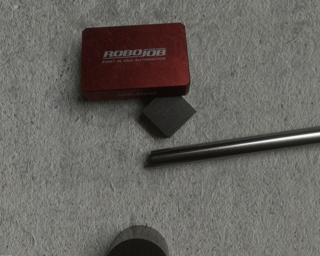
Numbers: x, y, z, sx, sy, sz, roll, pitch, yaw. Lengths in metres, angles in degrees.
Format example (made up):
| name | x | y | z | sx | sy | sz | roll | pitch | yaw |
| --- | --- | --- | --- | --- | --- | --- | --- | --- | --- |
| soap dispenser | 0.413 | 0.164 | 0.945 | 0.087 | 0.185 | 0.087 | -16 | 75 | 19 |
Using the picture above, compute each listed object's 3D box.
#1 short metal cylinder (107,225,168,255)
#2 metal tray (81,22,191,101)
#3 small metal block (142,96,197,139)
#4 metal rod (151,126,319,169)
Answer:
| name | x | y | z | sx | sy | sz | roll | pitch | yaw |
| --- | --- | --- | --- | --- | --- | --- | --- | --- | --- |
| short metal cylinder | -0.028 | 0.172 | 0.397 | 0.081 | 0.050 | 0.080 | 0 | 90 | 0 |
| metal tray | -0.031 | -0.084 | 0.394 | 0.131 | 0.030 | 0.090 | -3 | 72 | 0 |
| small metal block | 0.012 | -0.021 | 0.410 | 0.050 | 0.025 | 0.050 | -44 | 90 | 0 |
| metal rod | 0.139 | 0.020 | 0.411 | 0.302 | 0.025 | 0.025 | -8 | 90 | 0 |
